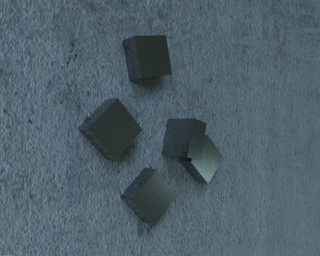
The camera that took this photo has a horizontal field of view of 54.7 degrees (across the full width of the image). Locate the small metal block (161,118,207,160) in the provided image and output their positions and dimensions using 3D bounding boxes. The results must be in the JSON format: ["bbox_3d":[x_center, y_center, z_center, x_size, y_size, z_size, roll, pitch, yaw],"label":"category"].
[{"bbox_3d":[0.032,0.015,0.415,0.025,0.050,0.050,17,79,-39],"label":"small metal block"}]

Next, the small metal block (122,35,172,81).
[{"bbox_3d":[-0.015,-0.089,0.391,0.050,0.025,0.050,-15,100,-39],"label":"small metal block"}]

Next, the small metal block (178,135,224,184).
[{"bbox_3d":[0.061,0.046,0.456,0.050,0.025,0.050,51,60,-28],"label":"small metal block"}]

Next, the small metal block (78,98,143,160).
[{"bbox_3d":[-0.056,0.001,0.357,0.050,0.025,0.050,-51,120,-28],"label":"small metal block"}]

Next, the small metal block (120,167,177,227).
[{"bbox_3d":[-0.014,0.087,0.393,0.050,0.025,0.050,-49,119,-28],"label":"small metal block"}]
